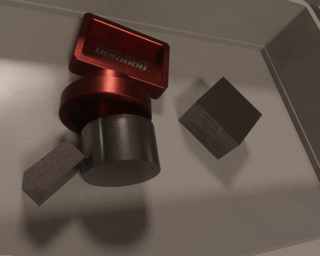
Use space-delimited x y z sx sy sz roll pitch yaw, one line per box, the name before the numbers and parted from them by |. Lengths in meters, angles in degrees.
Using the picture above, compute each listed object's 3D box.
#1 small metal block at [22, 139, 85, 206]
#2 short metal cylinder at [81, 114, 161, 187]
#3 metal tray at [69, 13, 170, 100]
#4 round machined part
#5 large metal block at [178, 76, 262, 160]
small metal block | -0.106 0.045 0.305 0.025 0.050 0.050 44 53 2
short metal cylinder | -0.043 0.027 0.332 0.081 0.080 0.050 5 60 -26
metal tray | -0.052 -0.100 0.436 0.131 0.030 0.090 16 55 -20
round machined part | -0.059 -0.028 0.345 0.099 0.097 0.042 11 57 -23
large metal block | 0.088 -0.015 0.448 0.080 0.050 0.080 45 51 3
